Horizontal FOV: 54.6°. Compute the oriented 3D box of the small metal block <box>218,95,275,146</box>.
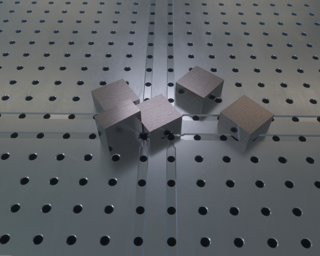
[{"bbox_3d":[0.115,-0.011,0.418,0.050,0.025,0.050,-34,58,-25],"label":"small metal block"}]

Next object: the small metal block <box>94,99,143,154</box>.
[{"bbox_3d":[-0.051,-0.002,0.393,0.050,0.050,0.025,-29,56,-22],"label":"small metal block"}]

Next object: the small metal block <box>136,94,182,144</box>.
[{"bbox_3d":[-0.005,-0.014,0.419,0.050,0.025,0.050,-26,55,-21],"label":"small metal block"}]

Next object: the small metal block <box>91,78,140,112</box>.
[{"bbox_3d":[-0.062,-0.038,0.440,0.050,0.025,0.050,-26,55,-20],"label":"small metal block"}]

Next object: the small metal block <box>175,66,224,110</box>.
[{"bbox_3d":[0.058,-0.060,0.459,0.050,0.025,0.050,34,58,25],"label":"small metal block"}]
